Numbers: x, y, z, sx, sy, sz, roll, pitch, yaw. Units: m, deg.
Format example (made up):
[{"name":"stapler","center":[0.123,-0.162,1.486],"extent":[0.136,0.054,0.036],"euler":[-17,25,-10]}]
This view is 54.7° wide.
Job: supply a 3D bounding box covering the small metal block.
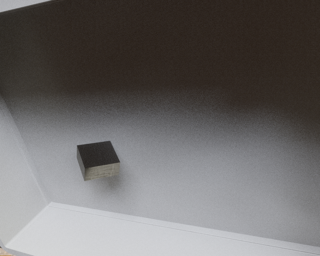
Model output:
[{"name":"small metal block","center":[-0.091,0.047,0.454],"extent":[0.050,0.050,0.025],"euler":[-124,36,-45]}]
